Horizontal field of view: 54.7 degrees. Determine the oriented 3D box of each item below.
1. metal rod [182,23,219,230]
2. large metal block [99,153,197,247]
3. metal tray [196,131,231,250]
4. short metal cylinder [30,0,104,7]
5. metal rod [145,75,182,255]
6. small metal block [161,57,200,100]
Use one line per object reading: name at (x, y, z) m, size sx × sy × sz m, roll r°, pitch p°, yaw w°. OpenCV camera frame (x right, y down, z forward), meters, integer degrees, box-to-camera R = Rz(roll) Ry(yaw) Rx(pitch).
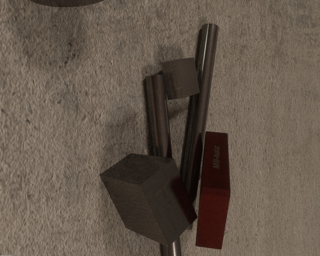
metal rod at (0.055, -0.007, 0.453) m, size 0.025 × 0.025 × 0.298 m, roll 14°, pitch 81°, yaw -40°
large metal block at (-0.014, 0.079, 0.359) m, size 0.050 × 0.080 × 0.080 m, roll -35°, pitch 112°, yaw -35°
metal tray at (0.068, 0.073, 0.396) m, size 0.130 × 0.030 × 0.089 m, roll -71°, pitch 164°, yaw -60°
short metal cylinder at (-0.089, -0.153, 0.295) m, size 0.081 × 0.080 × 0.050 m, roll -13°, pitch 98°, yaw -40°
metal rod at (0.008, 0.080, 0.413) m, size 0.025 × 0.025 × 0.298 m, roll -10°, pitch 96°, yaw -40°
small metal block at (0.029, -0.068, 0.422) m, size 0.050 × 0.025 × 0.050 m, roll -25°, pitch 107°, yaw -57°
